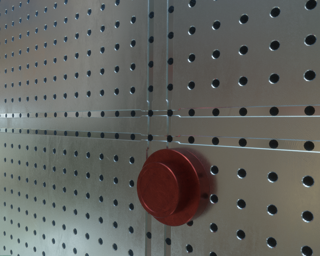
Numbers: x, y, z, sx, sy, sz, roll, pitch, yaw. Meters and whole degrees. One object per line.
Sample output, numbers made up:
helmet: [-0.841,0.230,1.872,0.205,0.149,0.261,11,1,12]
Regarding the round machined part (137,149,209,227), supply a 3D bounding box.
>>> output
round machined part: [0.009,0.075,0.392,0.098,0.042,0.097,0,90,40]
